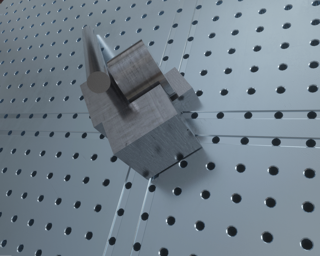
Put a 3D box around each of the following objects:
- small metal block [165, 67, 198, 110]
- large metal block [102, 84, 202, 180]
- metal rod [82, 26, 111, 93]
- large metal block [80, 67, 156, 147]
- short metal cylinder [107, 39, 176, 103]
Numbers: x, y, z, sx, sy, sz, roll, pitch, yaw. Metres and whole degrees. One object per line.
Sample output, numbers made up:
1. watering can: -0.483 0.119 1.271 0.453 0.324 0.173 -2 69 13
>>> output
1. small metal block: 0.016 -0.049 0.429 0.050 0.025 0.050 -36 51 4
2. large metal block: -0.008 0.008 0.369 0.080 0.080 0.050 -33 52 7
3. metal rod: -0.101 -0.116 0.463 0.025 0.025 0.300 -35 30 4
4. large metal block: -0.054 -0.023 0.415 0.050 0.080 0.080 -33 52 7
5. short metal cylinder: -0.022 -0.064 0.389 0.050 0.080 0.080 -32 52 7
